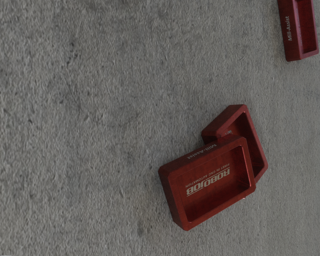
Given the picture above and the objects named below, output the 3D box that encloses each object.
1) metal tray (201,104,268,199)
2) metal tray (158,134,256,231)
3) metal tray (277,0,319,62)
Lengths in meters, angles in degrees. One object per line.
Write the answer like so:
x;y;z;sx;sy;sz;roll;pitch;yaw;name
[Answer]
0.126;0.038;0.506;0.091;0.030;0.129;-40;114;-33;metal tray
0.070;0.073;0.435;0.131;0.030;0.089;-23;108;-22;metal tray
0.288;-0.210;0.641;0.091;0.030;0.129;-21;104;-38;metal tray
